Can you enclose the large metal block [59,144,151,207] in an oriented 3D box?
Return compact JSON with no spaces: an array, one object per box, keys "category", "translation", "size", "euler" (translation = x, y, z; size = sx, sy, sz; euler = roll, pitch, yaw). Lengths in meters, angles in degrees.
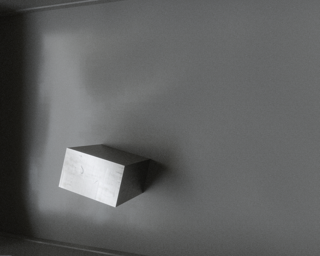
[{"category":"large metal block","translation":[-0.069,0.057,0.404],"size":[0.080,0.080,0.050],"euler":[14,95,19]}]
